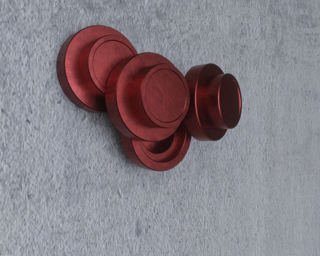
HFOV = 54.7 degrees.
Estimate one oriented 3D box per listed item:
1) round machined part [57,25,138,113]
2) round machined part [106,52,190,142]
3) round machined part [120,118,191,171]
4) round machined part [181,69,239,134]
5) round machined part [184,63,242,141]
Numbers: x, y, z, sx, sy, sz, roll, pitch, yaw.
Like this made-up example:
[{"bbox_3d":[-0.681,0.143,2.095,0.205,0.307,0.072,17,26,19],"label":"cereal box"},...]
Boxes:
[{"bbox_3d":[-0.059,-0.066,0.346,0.099,0.042,0.097,0,90,-40],"label":"round machined part"},{"bbox_3d":[-0.006,-0.034,0.337,0.099,0.042,0.097,0,90,-40],"label":"round machined part"},{"bbox_3d":[-0.009,0.004,0.389,0.099,0.042,0.097,0,90,-40],"label":"round machined part"},{"bbox_3d":[0.081,-0.040,0.465,0.099,0.042,0.097,0,90,-40],"label":"round machined part"},{"bbox_3d":[0.070,-0.032,0.388,0.099,0.042,0.097,3,87,-53],"label":"round machined part"}]
